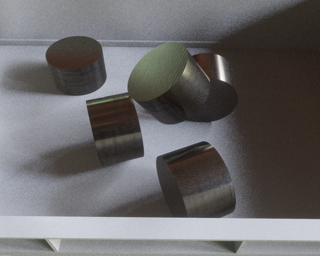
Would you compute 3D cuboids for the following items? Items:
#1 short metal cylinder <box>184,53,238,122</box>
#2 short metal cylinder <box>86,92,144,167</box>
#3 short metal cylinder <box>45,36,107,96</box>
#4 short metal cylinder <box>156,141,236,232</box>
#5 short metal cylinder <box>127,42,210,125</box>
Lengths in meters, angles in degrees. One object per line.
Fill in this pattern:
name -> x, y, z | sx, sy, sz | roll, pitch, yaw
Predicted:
short metal cylinder -> 0.060, -0.052, 0.414 | 0.081, 0.080, 0.050 | 1, 50, 1
short metal cylinder -> -0.054, 0.001, 0.367 | 0.050, 0.080, 0.080 | -13, 51, -11
short metal cylinder -> -0.124, -0.094, 0.466 | 0.081, 0.050, 0.080 | 0, 50, 0
short metal cylinder -> 0.034, 0.059, 0.320 | 0.050, 0.080, 0.080 | -18, 53, -14
short metal cylinder -> 0.010, -0.051, 0.355 | 0.080, 0.050, 0.080 | -22, 49, 27
